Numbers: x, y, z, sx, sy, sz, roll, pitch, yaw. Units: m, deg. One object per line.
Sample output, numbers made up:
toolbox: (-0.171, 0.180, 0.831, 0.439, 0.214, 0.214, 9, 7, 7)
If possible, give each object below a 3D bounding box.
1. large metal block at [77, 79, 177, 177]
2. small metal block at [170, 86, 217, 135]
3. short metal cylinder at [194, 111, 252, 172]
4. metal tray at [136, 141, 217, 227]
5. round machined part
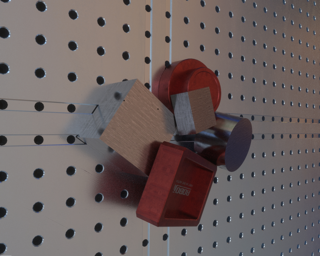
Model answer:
large metal block: (-0.034, 0.001, 0.364, 0.080, 0.050, 0.080, 43, 64, -32)
small metal block: (0.043, -0.022, 0.385, 0.050, 0.025, 0.050, -20, 100, -49)
short metal cylinder: (0.094, 0.019, 0.457, 0.081, 0.050, 0.079, -23, 121, -45)
metal tray: (0.028, 0.076, 0.392, 0.130, 0.030, 0.090, 32, 76, -59)
round machined part: (0.049, -0.050, 0.439, 0.099, 0.042, 0.097, 0, 90, -40)
